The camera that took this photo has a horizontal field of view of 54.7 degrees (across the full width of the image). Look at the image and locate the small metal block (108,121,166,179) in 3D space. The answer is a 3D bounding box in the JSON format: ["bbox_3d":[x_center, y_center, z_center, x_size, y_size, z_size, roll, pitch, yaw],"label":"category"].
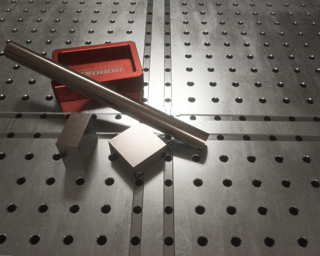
[{"bbox_3d":[-0.028,0.026,0.386,0.050,0.025,0.050,-33,58,-25],"label":"small metal block"}]

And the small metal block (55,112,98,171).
[{"bbox_3d":[-0.099,0.017,0.376,0.025,0.050,0.050,8,51,6],"label":"small metal block"}]

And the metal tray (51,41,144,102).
[{"bbox_3d":[-0.096,-0.090,0.478,0.131,0.030,0.090,-9,51,-8],"label":"metal tray"}]

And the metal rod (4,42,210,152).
[{"bbox_3d":[-0.076,-0.046,0.415,0.301,0.025,0.025,26,54,8],"label":"metal rod"}]
